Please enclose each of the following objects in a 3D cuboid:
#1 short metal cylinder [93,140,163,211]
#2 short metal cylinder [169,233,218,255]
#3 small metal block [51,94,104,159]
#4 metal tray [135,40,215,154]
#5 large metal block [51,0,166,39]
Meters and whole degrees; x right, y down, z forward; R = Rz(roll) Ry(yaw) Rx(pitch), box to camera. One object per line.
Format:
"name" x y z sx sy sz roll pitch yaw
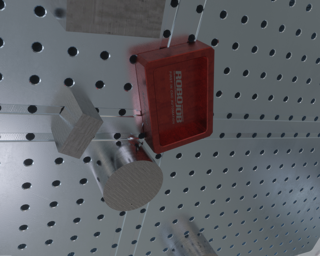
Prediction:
"short metal cylinder" -0.043 0.062 0.410 0.081 0.050 0.079 -14 124 -21
"short metal cylinder" 0.063 0.245 0.581 0.081 0.050 0.079 -14 124 -21
"small metal block" -0.093 -0.003 0.343 0.025 0.050 0.050 26 104 -37
"metal tray" 0.023 -0.037 0.397 0.091 0.030 0.129 -18 126 -18
"large metal block" -0.049 -0.118 0.276 0.081 0.080 0.050 -4 120 -27
